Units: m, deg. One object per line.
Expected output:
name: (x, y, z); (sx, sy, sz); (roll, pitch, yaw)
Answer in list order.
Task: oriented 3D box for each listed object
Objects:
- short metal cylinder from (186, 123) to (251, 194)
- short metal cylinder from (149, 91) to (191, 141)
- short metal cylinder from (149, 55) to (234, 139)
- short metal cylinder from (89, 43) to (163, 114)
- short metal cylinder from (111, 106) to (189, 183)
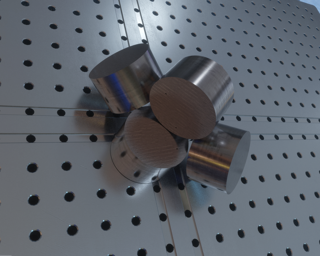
short metal cylinder: (0.074, 0.035, 0.384); (0.050, 0.079, 0.080); (18, 45, 27)
short metal cylinder: (0.030, -0.026, 0.425); (0.081, 0.050, 0.080); (14, 56, -21)
short metal cylinder: (0.036, -0.034, 0.348); (0.080, 0.080, 0.050); (41, 51, 0)
short metal cylinder: (-0.039, -0.062, 0.382); (0.080, 0.080, 0.050); (-55, 129, -39)
short metal cylinder: (-0.013, 0.020, 0.373); (0.081, 0.050, 0.080); (14, 56, -21)
